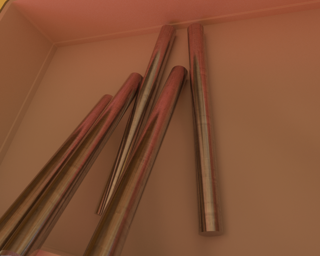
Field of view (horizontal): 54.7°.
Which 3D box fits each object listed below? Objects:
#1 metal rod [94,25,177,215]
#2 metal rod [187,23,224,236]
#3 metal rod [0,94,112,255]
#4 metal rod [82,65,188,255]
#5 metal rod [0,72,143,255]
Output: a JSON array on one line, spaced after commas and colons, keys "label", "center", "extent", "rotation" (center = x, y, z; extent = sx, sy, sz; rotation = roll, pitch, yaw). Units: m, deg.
[{"label": "metal rod", "center": [-0.027, -0.024, 0.434], "extent": [0.025, 0.025, 0.300], "rotation": [3, 63, 30]}, {"label": "metal rod", "center": [0.053, -0.021, 0.390], "extent": [0.025, 0.025, 0.299], "rotation": [-13, 56, 21]}, {"label": "metal rod", "center": [-0.111, 0.038, 0.351], "extent": [0.025, 0.025, 0.301], "rotation": [-12, 28, 21]}, {"label": "metal rod", "center": [-0.009, 0.011, 0.326], "extent": [0.025, 0.025, 0.301], "rotation": [-9, 33, 23]}, {"label": "metal rod", "center": [-0.075, 0.014, 0.357], "extent": [0.025, 0.025, 0.301], "rotation": [-8, 33, 24]}]
